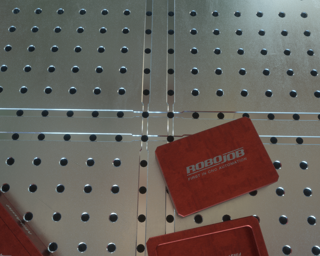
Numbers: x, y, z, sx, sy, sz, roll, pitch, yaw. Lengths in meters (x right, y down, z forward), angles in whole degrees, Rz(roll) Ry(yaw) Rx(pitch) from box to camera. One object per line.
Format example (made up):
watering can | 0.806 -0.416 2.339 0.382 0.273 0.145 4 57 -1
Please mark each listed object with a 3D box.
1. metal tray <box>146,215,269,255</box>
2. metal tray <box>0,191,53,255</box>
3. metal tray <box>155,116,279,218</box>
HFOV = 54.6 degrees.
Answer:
metal tray | 0.056 0.158 0.351 0.131 0.030 0.090 -11 70 -4
metal tray | -0.200 0.138 0.357 0.090 0.030 0.130 -43 76 -14
metal tray | 0.069 0.048 0.392 0.131 0.030 0.090 -19 71 -7
